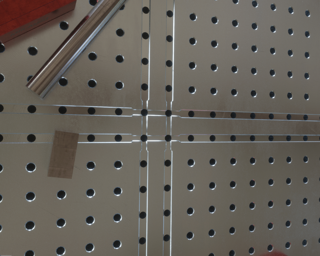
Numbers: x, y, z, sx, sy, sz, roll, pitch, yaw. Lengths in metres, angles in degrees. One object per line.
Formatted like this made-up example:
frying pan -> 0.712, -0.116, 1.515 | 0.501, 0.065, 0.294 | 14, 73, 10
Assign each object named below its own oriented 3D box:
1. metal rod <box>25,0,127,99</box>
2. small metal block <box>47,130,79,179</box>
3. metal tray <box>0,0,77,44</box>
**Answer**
metal rod -> -0.060, -0.160, 0.390 | 0.025, 0.025, 0.300 | 39, 77, -16
small metal block -> -0.113, 0.029, 0.358 | 0.025, 0.050, 0.050 | 10, 87, -20
metal tray -> -0.172, -0.154, 0.346 | 0.131, 0.030, 0.090 | -34, 101, -17
